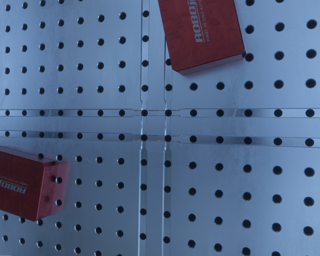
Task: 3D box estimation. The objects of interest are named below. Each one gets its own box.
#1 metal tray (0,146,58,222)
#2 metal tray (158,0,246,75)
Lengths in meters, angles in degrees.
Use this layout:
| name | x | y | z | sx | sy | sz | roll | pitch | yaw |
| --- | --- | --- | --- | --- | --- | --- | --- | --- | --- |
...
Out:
| name | x | y | z | sx | sy | sz | roll | pitch | yaw |
| --- | --- | --- | --- | --- | --- | --- | --- | --- | --- |
| metal tray | -0.230 | 0.084 | 0.489 | 0.130 | 0.030 | 0.089 | 11 | 94 | 19 |
| metal tray | 0.050 | -0.142 | 0.392 | 0.090 | 0.030 | 0.129 | -13 | 86 | 19 |
